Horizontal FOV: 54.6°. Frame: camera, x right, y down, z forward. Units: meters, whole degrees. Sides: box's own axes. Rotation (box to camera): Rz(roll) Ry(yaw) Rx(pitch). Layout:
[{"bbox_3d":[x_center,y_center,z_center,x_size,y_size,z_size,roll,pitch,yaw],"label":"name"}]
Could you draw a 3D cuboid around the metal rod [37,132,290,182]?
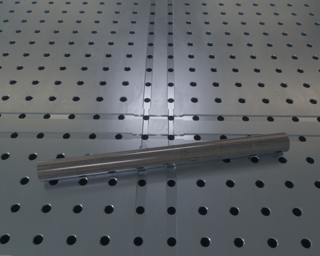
[{"bbox_3d":[0.009,0.034,0.378,0.302,0.025,0.025,-6,50,-6],"label":"metal rod"}]
